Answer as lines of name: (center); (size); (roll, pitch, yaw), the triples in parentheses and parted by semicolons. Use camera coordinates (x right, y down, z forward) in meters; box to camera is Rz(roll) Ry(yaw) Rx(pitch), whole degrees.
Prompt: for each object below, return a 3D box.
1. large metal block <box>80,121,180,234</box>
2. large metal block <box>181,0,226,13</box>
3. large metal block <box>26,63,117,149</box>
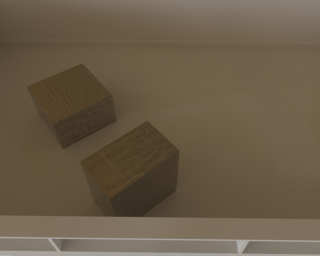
large metal block: (-0.028, 0.052, 0.325); (0.080, 0.080, 0.050); (-33, 57, -24)
large metal block: (0.096, -0.286, 0.632); (0.080, 0.050, 0.080); (19, 52, 15)
large metal block: (-0.116, -0.031, 0.414); (0.081, 0.050, 0.080); (-30, 56, -23)
